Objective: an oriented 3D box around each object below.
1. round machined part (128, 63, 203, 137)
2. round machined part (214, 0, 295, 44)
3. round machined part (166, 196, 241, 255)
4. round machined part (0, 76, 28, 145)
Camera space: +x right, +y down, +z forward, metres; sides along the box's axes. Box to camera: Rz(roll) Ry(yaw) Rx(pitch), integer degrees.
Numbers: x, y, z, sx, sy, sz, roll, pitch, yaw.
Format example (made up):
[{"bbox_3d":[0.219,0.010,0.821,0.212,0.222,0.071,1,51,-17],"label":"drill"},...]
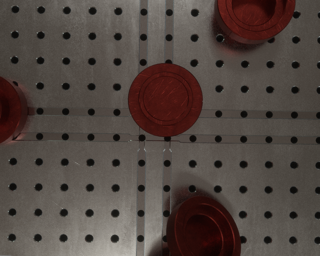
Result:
[{"bbox_3d":[0.007,-0.037,0.405,0.099,0.042,0.097,0,90,-1],"label":"round machined part"},{"bbox_3d":[0.120,-0.158,0.406,0.099,0.042,0.097,0,90,-1],"label":"round machined part"},{"bbox_3d":[0.050,0.139,0.389,0.099,0.042,0.098,18,51,-24],"label":"round machined part"},{"bbox_3d":[-0.230,-0.024,0.402,0.099,0.042,0.097,0,90,-1],"label":"round machined part"}]
